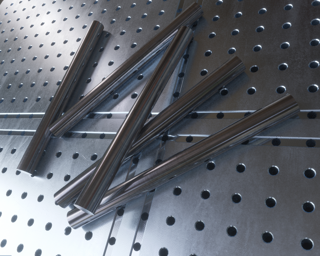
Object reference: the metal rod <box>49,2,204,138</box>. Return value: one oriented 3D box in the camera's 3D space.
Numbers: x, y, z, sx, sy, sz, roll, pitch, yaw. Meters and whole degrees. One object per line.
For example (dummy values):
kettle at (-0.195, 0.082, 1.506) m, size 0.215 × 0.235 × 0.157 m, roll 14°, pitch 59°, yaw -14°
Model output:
metal rod at (-0.053, -0.091, 0.489) m, size 0.300 × 0.025 × 0.025 m, roll -41°, pitch 51°, yaw 0°

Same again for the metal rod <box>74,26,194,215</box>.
metal rod at (-0.022, -0.029, 0.408) m, size 0.025 × 0.025 × 0.300 m, roll 9°, pitch 58°, yaw 32°

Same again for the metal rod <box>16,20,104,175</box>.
metal rod at (-0.162, -0.064, 0.529) m, size 0.025 × 0.025 × 0.300 m, roll 5°, pitch 64°, yaw 30°

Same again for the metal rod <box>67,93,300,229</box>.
metal rod at (0.020, 0.044, 0.369) m, size 0.301 × 0.025 × 0.025 m, roll -29°, pitch 52°, yaw 9°

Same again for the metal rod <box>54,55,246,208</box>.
metal rod at (-0.015, 0.006, 0.410) m, size 0.300 × 0.025 × 0.025 m, roll -38°, pitch 51°, yaw 2°
